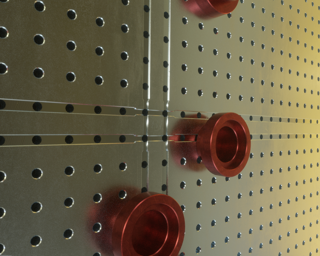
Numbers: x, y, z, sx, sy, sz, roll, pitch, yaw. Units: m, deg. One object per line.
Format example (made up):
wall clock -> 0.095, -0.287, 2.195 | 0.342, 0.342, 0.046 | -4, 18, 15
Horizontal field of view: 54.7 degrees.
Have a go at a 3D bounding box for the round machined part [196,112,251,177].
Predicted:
round machined part -> 0.095, 0.025, 0.481 | 0.099, 0.042, 0.097 | 0, 90, -40

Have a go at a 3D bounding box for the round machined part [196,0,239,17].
round machined part -> 0.096, -0.227, 0.480 | 0.099, 0.042, 0.097 | 0, 90, -40

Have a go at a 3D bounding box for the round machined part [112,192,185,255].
round machined part -> -0.018, 0.128, 0.385 | 0.099, 0.042, 0.097 | 0, 90, -40
